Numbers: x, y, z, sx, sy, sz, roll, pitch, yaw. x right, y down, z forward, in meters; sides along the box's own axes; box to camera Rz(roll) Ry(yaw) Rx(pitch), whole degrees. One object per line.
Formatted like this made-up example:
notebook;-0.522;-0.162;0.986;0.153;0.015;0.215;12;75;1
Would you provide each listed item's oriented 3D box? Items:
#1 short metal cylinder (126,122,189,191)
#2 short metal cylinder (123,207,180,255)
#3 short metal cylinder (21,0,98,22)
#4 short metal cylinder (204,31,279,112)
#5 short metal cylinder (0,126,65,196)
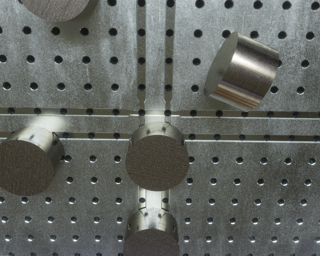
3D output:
short metal cylinder;-0.003;0.037;0.414;0.081;0.050;0.079;0;110;-1
short metal cylinder;-0.012;0.167;0.461;0.081;0.050;0.079;0;110;-1
short metal cylinder;-0.110;-0.159;0.340;0.081;0.050;0.079;0;110;-1
short metal cylinder;0.092;-0.065;0.362;0.050;0.080;0.079;22;109;-8
short metal cylinder;-0.175;0.043;0.413;0.081;0.050;0.079;0;110;-1
